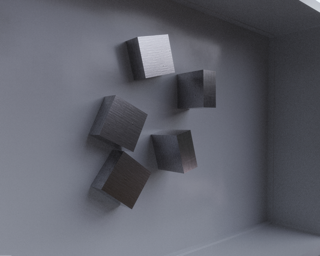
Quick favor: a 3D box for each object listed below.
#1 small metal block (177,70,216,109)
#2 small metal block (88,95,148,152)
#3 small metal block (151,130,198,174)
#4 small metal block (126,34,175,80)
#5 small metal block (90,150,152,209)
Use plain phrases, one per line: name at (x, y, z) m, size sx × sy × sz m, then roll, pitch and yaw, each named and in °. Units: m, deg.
small metal block at (0.051, -0.053, 0.435) m, size 0.025 × 0.050 × 0.050 m, roll -1°, pitch 91°, yaw -40°
small metal block at (-0.049, -0.005, 0.367) m, size 0.050 × 0.025 × 0.050 m, roll 32°, pitch 70°, yaw -36°
small metal block at (0.018, 0.029, 0.408) m, size 0.025 × 0.050 × 0.050 m, roll -20°, pitch 103°, yaw -39°
small metal block at (-0.012, -0.091, 0.399) m, size 0.050 × 0.025 × 0.050 m, roll -19°, pitch 102°, yaw -39°
small metal block at (-0.045, 0.061, 0.370) m, size 0.050 × 0.025 × 0.050 m, roll 43°, pitch 64°, yaw -32°
